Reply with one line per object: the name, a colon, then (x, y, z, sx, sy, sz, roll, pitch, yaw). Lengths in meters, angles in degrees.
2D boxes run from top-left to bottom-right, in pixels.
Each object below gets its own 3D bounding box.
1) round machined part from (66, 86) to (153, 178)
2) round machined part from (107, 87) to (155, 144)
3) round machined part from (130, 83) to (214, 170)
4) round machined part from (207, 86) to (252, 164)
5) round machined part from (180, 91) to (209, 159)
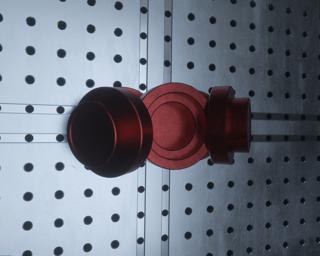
round machined part: (-0.060, 0.005, 0.328, 0.042, 0.098, 0.097, -9, 94, -58)
round machined part: (-0.045, -0.003, 0.387, 0.099, 0.042, 0.097, 0, 90, -21)
round machined part: (0.011, -0.002, 0.363, 0.099, 0.042, 0.097, 0, 90, -21)
round machined part: (0.089, -0.004, 0.384, 0.042, 0.098, 0.097, 0, 90, 20)
round machined part: (0.047, -0.003, 0.422, 0.099, 0.042, 0.097, 0, 90, -21)
